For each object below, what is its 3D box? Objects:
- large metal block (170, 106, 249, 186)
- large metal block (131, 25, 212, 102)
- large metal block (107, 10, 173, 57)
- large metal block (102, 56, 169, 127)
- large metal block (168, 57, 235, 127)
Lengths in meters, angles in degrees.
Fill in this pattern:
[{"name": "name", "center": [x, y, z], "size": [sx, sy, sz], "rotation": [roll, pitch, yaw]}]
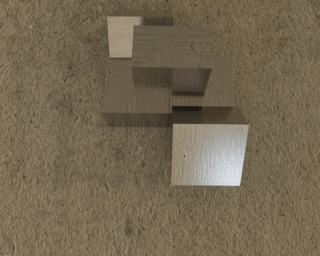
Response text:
[{"name": "large metal block", "center": [0.054, 0.021, 0.367], "size": [0.081, 0.079, 0.050], "rotation": [1, 26, -1]}, {"name": "large metal block", "center": [0.012, -0.070, 0.353], "size": [0.081, 0.080, 0.050], "rotation": [1, 70, 0]}, {"name": "large metal block", "center": [-0.024, -0.130, 0.421], "size": [0.081, 0.050, 0.080], "rotation": [0, 26, 0]}, {"name": "large metal block", "center": [-0.029, -0.047, 0.411], "size": [0.081, 0.050, 0.080], "rotation": [1, 70, 0]}, {"name": "large metal block", "center": [0.052, -0.047, 0.412], "size": [0.081, 0.050, 0.080], "rotation": [1, 70, 0]}]
